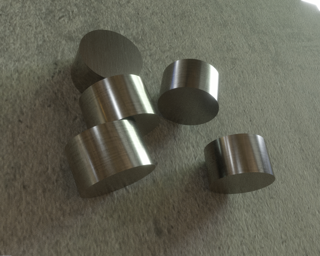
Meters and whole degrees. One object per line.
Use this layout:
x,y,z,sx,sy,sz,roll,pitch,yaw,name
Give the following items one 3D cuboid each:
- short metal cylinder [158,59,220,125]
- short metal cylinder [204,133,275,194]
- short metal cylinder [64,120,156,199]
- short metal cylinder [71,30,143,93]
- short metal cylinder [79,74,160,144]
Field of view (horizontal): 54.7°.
0.040,-0.047,0.421,0.080,0.080,0.050,21,54,-17,short metal cylinder
0.099,0.048,0.395,0.081,0.080,0.050,10,58,-24,short metal cylinder
-0.051,0.033,0.322,0.081,0.080,0.050,-12,69,-34,short metal cylinder
-0.069,-0.079,0.400,0.081,0.050,0.080,14,56,-21,short metal cylinder
-0.046,-0.018,0.356,0.081,0.080,0.050,-10,67,-33,short metal cylinder
